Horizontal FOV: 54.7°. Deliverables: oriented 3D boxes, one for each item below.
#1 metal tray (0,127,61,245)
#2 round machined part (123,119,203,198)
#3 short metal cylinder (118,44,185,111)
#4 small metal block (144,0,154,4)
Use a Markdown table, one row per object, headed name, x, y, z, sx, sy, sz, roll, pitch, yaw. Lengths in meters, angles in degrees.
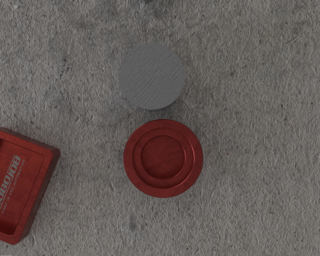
| name | x | y | z | sx | sy | sz | roll | pitch | yaw |
| --- | --- | --- | --- | --- | --- | --- | --- | --- | --- |
| metal tray | -0.199 | 0.074 | 0.405 | 0.090 | 0.030 | 0.129 | 22 | 90 | 0 |
| round machined part | 0.004 | 0.038 | 0.402 | 0.099 | 0.042 | 0.097 | 0 | 90 | 0 |
| short metal cylinder | -0.010 | -0.062 | 0.397 | 0.081 | 0.050 | 0.080 | 0 | 90 | 0 |
| small metal block | -0.008 | -0.202 | 0.410 | 0.050 | 0.025 | 0.050 | -25 | 90 | 0 |
